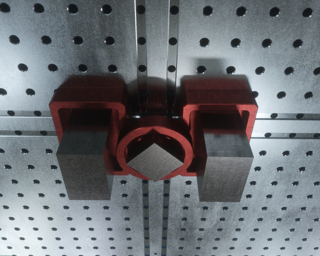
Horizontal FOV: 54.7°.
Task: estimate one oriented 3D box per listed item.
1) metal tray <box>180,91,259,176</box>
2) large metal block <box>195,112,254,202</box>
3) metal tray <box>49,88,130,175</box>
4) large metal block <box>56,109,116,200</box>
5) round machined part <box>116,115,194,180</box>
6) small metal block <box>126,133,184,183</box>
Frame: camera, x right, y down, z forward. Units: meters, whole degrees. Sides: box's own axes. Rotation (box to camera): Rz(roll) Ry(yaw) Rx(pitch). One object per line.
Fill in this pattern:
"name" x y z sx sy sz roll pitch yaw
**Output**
"metal tray" 0.072 0.012 0.418 0.091 0.030 0.129 0 130 0
"large metal block" 0.075 0.036 0.389 0.050 0.080 0.079 1 130 -1
"metal tray" -0.086 0.010 0.414 0.091 0.030 0.129 0 130 -1
"large metal block" -0.086 0.033 0.385 0.050 0.080 0.079 1 130 -1
"round machined part" -0.007 0.022 0.407 0.099 0.042 0.097 0 130 0
"small metal block" -0.006 0.036 0.389 0.050 0.025 0.050 37 121 -27
